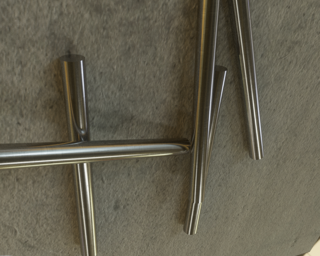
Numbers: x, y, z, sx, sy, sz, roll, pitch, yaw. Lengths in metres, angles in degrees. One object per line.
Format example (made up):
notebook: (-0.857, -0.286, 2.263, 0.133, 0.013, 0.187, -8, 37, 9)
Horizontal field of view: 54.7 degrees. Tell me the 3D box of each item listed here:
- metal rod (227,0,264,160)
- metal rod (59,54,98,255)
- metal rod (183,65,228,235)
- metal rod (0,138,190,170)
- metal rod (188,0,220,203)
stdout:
metal rod: (0.124, -0.066, 0.435, 0.025, 0.025, 0.299, -29, 129, -11)
metal rod: (-0.097, 0.057, 0.389, 0.025, 0.025, 0.298, -11, 123, -23)
metal rod: (0.064, 0.051, 0.475, 0.025, 0.025, 0.298, -10, 123, -24)
metal rod: (-0.080, 0.027, 0.346, 0.302, 0.025, 0.025, 0, 119, -41)
metal rod: (0.055, -0.026, 0.407, 0.025, 0.025, 0.298, -12, 119, -22)
